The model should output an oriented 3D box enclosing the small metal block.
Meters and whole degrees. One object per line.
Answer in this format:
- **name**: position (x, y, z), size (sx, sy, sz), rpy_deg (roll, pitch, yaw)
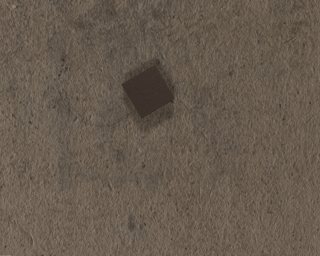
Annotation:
- **small metal block**: position (-0.015, -0.047, 0.410), size (0.050, 0.025, 0.050), rpy_deg (-30, 90, -1)
